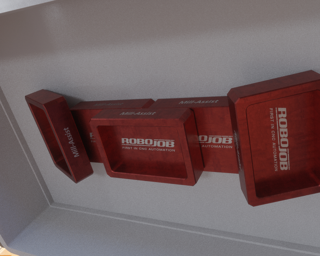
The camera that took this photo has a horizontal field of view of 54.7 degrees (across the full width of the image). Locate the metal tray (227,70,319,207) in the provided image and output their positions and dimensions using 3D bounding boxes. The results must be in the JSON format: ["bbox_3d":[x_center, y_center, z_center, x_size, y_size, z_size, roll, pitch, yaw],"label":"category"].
[{"bbox_3d":[0.126,0.014,0.321,0.090,0.030,0.129,-13,115,3],"label":"metal tray"}]

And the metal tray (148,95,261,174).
[{"bbox_3d":[0.055,0.009,0.381,0.130,0.030,0.089,0,119,28],"label":"metal tray"}]

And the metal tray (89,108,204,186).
[{"bbox_3d":[-0.017,0.022,0.387,0.130,0.030,0.089,1,118,28],"label":"metal tray"}]

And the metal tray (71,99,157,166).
[{"bbox_3d":[-0.061,0.007,0.441,0.130,0.030,0.089,0,119,28],"label":"metal tray"}]

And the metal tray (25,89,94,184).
[{"bbox_3d":[-0.152,0.011,0.467,0.090,0.030,0.129,19,131,49],"label":"metal tray"}]
